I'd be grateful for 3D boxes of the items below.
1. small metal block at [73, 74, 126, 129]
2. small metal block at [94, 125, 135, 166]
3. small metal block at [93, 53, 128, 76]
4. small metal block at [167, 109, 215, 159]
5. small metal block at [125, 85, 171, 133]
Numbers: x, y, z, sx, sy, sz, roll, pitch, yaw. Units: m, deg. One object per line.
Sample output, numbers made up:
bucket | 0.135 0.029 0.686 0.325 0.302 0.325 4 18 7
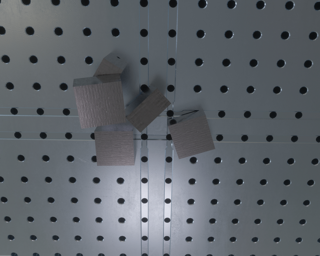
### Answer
small metal block | -0.067 -0.030 0.347 0.050 0.025 0.050 -9 119 -9
small metal block | -0.060 0.023 0.421 0.050 0.025 0.050 0 110 0
small metal block | -0.066 -0.061 0.377 0.025 0.050 0.050 32 107 -11
small metal block | 0.042 0.008 0.417 0.050 0.025 0.050 -17 109 6
small metal block | -0.018 -0.025 0.385 0.050 0.050 0.025 -44 106 0
